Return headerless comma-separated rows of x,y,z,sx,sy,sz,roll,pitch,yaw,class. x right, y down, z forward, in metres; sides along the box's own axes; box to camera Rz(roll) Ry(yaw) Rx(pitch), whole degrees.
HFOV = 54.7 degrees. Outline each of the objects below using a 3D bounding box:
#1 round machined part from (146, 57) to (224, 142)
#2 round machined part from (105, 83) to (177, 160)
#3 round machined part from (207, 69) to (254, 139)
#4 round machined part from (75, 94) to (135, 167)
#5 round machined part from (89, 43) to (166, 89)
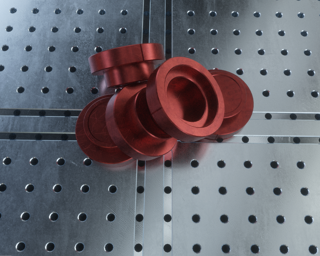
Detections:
0.025,-0.030,0.363,0.099,0.042,0.098,14,65,-31,round machined part
-0.013,-0.012,0.382,0.099,0.042,0.098,17,61,-33,round machined part
0.077,-0.037,0.417,0.099,0.042,0.098,0,70,-1,round machined part
-0.061,-0.001,0.402,0.099,0.042,0.098,0,70,-1,round machined part
-0.040,-0.078,0.406,0.099,0.098,0.042,-12,96,-5,round machined part
